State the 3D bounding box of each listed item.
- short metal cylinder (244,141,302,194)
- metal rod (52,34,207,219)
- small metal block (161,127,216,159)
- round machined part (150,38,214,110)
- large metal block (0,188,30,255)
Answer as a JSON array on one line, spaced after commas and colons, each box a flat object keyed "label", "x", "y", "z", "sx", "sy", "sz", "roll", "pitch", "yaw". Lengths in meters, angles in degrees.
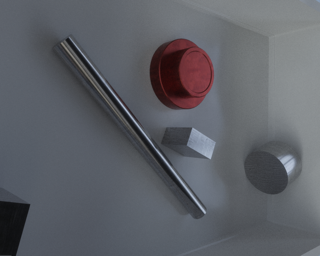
[{"label": "short metal cylinder", "x": 0.196, "y": 0.068, "z": 0.539, "sx": 0.050, "sy": 0.080, "sz": 0.079, "roll": -23, "pitch": 105, "yaw": -38}, {"label": "metal rod", "x": -0.022, "y": 0.017, "z": 0.389, "sx": 0.025, "sy": 0.025, "sz": 0.300, "roll": -52, "pitch": 121, "yaw": -27}, {"label": "small metal block", "x": 0.039, "y": 0.021, "z": 0.425, "sx": 0.050, "sy": 0.050, "sz": 0.025, "roll": 31, "pitch": 71, "yaw": -36}, {"label": "round machined part", "x": 0.037, "y": -0.075, "z": 0.429, "sx": 0.099, "sy": 0.042, "sz": 0.097, "roll": 0, "pitch": 90, "yaw": -40}, {"label": "large metal block", "x": -0.160, "y": 0.071, "z": 0.238, "sx": 0.080, "sy": 0.080, "sz": 0.050, "roll": 20, "pitch": 78, "yaw": -39}]
